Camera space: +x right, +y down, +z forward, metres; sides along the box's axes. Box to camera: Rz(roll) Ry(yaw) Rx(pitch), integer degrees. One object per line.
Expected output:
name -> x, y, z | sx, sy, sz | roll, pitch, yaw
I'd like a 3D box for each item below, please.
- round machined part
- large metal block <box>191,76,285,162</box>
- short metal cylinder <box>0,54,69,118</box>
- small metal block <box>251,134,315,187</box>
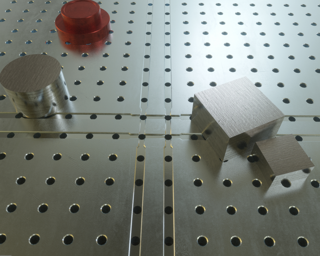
round machined part -> -0.140, -0.198, 0.561 | 0.099, 0.042, 0.098 | 0, 50, 0
large metal block -> 0.098, -0.014, 0.404 | 0.081, 0.050, 0.080 | -20, 53, -17
short metal cylinder -> -0.176, -0.060, 0.440 | 0.081, 0.050, 0.080 | 0, 50, 0
small metal block -> 0.148, 0.039, 0.377 | 0.050, 0.025, 0.050 | -12, 51, -10
